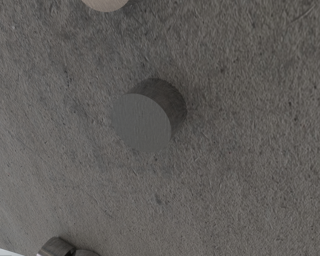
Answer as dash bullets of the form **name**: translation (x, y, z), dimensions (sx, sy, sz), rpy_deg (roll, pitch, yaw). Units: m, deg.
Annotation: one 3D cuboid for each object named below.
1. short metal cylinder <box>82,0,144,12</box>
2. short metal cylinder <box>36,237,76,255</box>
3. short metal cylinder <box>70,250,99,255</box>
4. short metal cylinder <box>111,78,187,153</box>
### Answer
- **short metal cylinder**: translation (-0.047, -0.164, 0.314), dimensions (0.080, 0.050, 0.079), rpy_deg (13, 124, 21)
- **short metal cylinder**: translation (-0.227, 0.283, 0.666), dimensions (0.050, 0.080, 0.079), rpy_deg (25, 127, 13)
- **short metal cylinder**: translation (-0.161, 0.303, 0.653), dimensions (0.080, 0.050, 0.079), rpy_deg (6, 125, 10)
- **short metal cylinder**: translation (-0.013, -0.016, 0.388), dimensions (0.080, 0.050, 0.079), rpy_deg (13, 124, 21)
